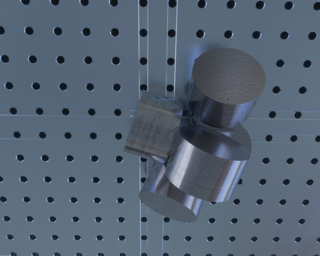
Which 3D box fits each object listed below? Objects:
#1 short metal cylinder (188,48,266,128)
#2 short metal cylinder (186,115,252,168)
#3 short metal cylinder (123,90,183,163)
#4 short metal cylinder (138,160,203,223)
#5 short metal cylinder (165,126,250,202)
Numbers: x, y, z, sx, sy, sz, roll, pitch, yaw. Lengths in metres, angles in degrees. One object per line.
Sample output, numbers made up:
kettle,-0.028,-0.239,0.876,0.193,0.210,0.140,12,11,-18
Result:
short metal cylinder,0.075,-0.046,0.360,0.081,0.080,0.050,2,150,-1
short metal cylinder,0.073,0.018,0.406,0.081,0.050,0.079,0,109,0
short metal cylinder,-0.009,-0.002,0.383,0.050,0.080,0.079,18,109,-7
short metal cylinder,0.019,0.083,0.408,0.080,0.050,0.080,19,149,12
short metal cylinder,0.052,0.037,0.344,0.080,0.080,0.050,16,109,-6
